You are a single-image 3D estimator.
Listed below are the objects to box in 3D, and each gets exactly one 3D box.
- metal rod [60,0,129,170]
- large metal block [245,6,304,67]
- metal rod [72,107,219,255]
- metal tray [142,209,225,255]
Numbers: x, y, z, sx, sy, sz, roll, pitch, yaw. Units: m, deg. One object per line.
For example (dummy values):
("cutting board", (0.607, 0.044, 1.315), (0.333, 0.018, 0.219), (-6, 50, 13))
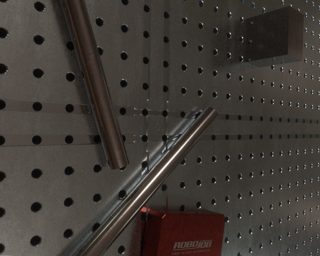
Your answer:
("metal rod", (-0.084, -0.097, 0.339), (0.025, 0.025, 0.298), (-23, 105, -38))
("large metal block", (0.200, -0.156, 0.544), (0.050, 0.080, 0.080), (5, 87, -40))
("metal rod", (-0.011, 0.071, 0.401), (0.301, 0.025, 0.025), (-46, 118, -30))
("metal tray", (0.036, 0.165, 0.439), (0.131, 0.030, 0.090), (14, 81, -39))
